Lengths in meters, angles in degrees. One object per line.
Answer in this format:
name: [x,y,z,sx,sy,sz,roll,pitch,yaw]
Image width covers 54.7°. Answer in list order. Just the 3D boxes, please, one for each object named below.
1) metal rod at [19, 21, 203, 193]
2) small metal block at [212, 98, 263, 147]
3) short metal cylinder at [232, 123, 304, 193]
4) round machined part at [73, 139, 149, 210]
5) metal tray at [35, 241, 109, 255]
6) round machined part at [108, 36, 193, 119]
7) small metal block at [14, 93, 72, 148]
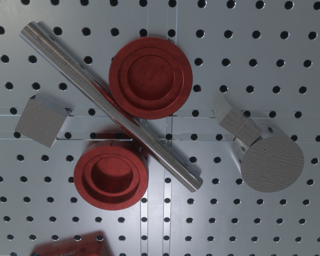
metal rod: [-0.053,-0.018,0.406,0.025,0.025,0.300,-43,105,14]
small metal block: [0.098,-0.009,0.398,0.050,0.050,0.025,35,106,-12]
short metal cylinder: [0.142,0.039,0.415,0.081,0.050,0.079,0,110,0]
round machined part: [-0.064,0.060,0.426,0.099,0.042,0.097,0,110,0]
metal tray: [-0.142,0.239,0.498,0.131,0.030,0.090,-15,110,5]
round machined part: [-0.011,-0.063,0.381,0.099,0.042,0.097,0,110,0]
small metal block: [-0.154,-0.009,0.408,0.050,0.025,0.050,29,107,-10]
